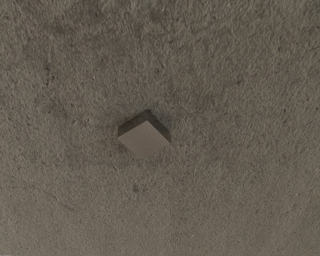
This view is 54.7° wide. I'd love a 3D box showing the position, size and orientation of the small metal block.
[{"bbox_3d":[-0.021,0.009,0.416,0.050,0.025,0.050,-30,125,22],"label":"small metal block"}]
